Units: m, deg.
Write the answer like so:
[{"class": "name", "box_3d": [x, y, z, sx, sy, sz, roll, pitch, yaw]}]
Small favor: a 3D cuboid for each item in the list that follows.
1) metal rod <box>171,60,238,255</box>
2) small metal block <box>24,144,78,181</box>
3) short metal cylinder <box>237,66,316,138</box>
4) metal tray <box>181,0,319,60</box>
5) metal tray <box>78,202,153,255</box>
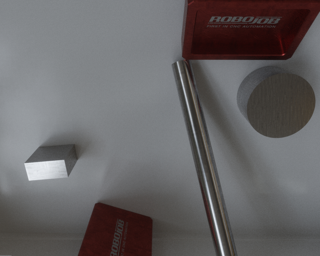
[{"class": "metal rod", "box_3d": [0.060, 0.064, 0.375, 0.025, 0.025, 0.298, -13, 86, 4]}, {"class": "small metal block", "box_3d": [-0.143, 0.045, 0.412, 0.050, 0.050, 0.025, -5, 110, 1]}, {"class": "short metal cylinder", "box_3d": [0.142, -0.034, 0.388, 0.081, 0.050, 0.079, 0, 110, -1]}, {"class": "metal tray", "box_3d": [0.092, -0.114, 0.339, 0.131, 0.030, 0.090, 0, 155, -1]}, {"class": "metal tray", "box_3d": [-0.058, 0.159, 0.413, 0.091, 0.130, 0.030, 18, 109, -7]}]
